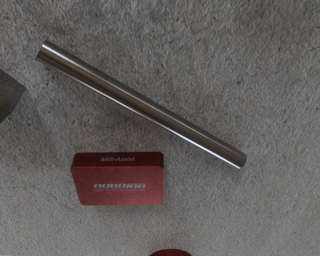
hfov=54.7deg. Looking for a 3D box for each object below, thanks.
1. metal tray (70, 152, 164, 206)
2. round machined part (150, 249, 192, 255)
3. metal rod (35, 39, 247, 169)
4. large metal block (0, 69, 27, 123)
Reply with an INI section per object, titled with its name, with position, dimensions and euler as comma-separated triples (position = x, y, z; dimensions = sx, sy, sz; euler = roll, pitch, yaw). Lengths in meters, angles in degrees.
[metal tray]
position = -0.060, 0.078, 0.470
dimensions = 0.131, 0.030, 0.089
euler = -1, 130, 0
[round machined part]
position = 0.022, 0.298, 0.651
dimensions = 0.099, 0.042, 0.097
euler = -1, 130, 0
[metal rod]
position = -0.006, -0.018, 0.391
dimensions = 0.301, 0.025, 0.025
euler = 28, 124, -23
[large metal block]
position = -0.220, -0.036, 0.357
dimensions = 0.080, 0.050, 0.080
euler = -33, 123, 25
